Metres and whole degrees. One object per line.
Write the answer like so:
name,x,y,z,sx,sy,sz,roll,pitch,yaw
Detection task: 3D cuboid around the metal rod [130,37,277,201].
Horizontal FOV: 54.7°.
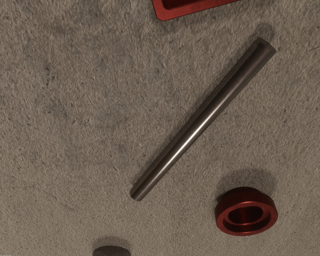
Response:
metal rod,0.039,0.009,0.415,0.025,0.025,0.298,24,126,-20

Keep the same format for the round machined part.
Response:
round machined part,0.139,0.135,0.513,0.099,0.042,0.097,-1,130,0

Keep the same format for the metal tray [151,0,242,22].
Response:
metal tray,0.049,-0.157,0.270,0.131,0.030,0.090,-12,129,10

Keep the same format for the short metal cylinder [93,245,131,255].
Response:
short metal cylinder,-0.101,0.283,0.631,0.081,0.050,0.079,0,130,0
